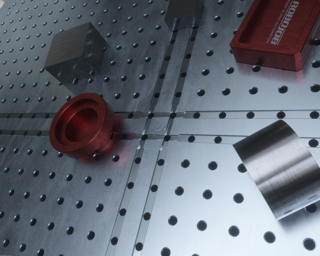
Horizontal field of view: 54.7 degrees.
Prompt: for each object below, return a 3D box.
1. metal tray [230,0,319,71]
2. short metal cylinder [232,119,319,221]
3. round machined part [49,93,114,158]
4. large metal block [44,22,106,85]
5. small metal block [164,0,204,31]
[{"bbox_3d":[0.161,-0.141,0.406,0.090,0.030,0.130,19,72,35],"label":"metal tray"},{"bbox_3d":[0.111,0.039,0.291,0.050,0.080,0.080,-30,52,9],"label":"short metal cylinder"},{"bbox_3d":[-0.109,0.000,0.455,0.098,0.042,0.098,-13,56,21],"label":"round machined part"},{"bbox_3d":[-0.149,-0.132,0.552,0.080,0.050,0.080,-11,57,22],"label":"large metal block"},{"bbox_3d":[0.040,-0.189,0.504,0.050,0.025,0.050,-1,61,28],"label":"small metal block"}]
